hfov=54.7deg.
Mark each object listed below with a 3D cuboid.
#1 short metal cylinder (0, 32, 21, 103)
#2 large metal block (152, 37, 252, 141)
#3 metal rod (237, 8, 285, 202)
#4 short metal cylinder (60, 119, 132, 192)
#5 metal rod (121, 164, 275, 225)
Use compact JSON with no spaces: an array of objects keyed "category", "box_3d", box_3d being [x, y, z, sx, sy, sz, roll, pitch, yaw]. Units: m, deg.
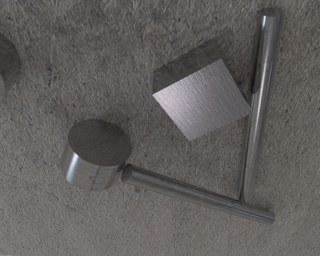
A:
[{"category":"short metal cylinder","box_3d":[-0.200,-0.065,0.334,0.081,0.050,0.079,0,130,0]},{"category":"large metal block","box_3d":[0.047,-0.042,0.356,0.080,0.050,0.080,-26,126,20]},{"category":"metal rod","box_3d":[0.125,-0.003,0.406,0.025,0.025,0.298,-4,130,3]},{"category":"short metal cylinder","box_3d":[-0.082,0.034,0.399,0.081,0.080,0.050,17,128,-14]},{"category":"metal rod","box_3d":[0.075,0.107,0.463,0.302,0.025,0.025,24,127,-33]}]
